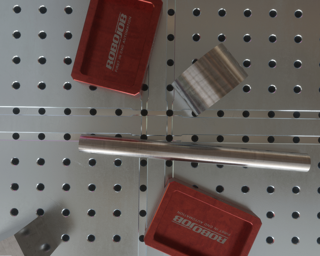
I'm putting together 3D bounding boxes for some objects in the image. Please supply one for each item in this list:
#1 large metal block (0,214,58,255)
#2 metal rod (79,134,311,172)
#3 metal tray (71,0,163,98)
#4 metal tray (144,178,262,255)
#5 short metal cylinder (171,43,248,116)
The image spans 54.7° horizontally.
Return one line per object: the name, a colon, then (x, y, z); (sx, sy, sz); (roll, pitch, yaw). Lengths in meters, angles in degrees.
large metal block: (-0.188, 0.159, 0.384); (0.080, 0.080, 0.050); (-26, 90, 0)
metal rod: (0.045, 0.033, 0.413); (0.302, 0.025, 0.025); (5, 90, 0)
metal tray: (-0.055, -0.114, 0.410); (0.091, 0.030, 0.129); (14, 90, 0)
metal tray: (0.055, 0.133, 0.411); (0.131, 0.030, 0.090); (24, 90, 0)
short metal cylinder: (0.061, -0.060, 0.386); (0.080, 0.080, 0.050); (-39, 90, 0)
